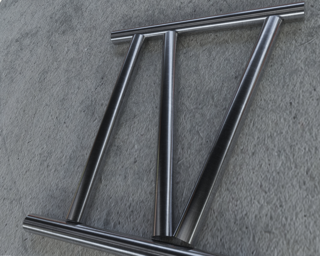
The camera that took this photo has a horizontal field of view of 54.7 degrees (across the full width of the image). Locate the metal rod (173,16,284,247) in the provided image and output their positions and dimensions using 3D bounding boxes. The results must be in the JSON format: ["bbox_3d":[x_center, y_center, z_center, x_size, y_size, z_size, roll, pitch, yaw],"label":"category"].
[{"bbox_3d":[0.088,-0.011,0.364,0.025,0.025,0.300,14,69,33],"label":"metal rod"}]

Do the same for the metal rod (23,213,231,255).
[{"bbox_3d":[-0.040,0.130,0.344,0.300,0.025,0.025,1,62,28],"label":"metal rod"}]

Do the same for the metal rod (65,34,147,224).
[{"bbox_3d":[-0.070,-0.015,0.448,0.025,0.025,0.300,1,62,28],"label":"metal rod"}]

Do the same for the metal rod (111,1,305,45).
[{"bbox_3d":[0.054,-0.154,0.470,0.300,0.025,0.025,1,62,28],"label":"metal rod"}]

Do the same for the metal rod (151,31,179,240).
[{"bbox_3d":[0.010,-0.012,0.405,0.025,0.025,0.299,-11,57,22],"label":"metal rod"}]
